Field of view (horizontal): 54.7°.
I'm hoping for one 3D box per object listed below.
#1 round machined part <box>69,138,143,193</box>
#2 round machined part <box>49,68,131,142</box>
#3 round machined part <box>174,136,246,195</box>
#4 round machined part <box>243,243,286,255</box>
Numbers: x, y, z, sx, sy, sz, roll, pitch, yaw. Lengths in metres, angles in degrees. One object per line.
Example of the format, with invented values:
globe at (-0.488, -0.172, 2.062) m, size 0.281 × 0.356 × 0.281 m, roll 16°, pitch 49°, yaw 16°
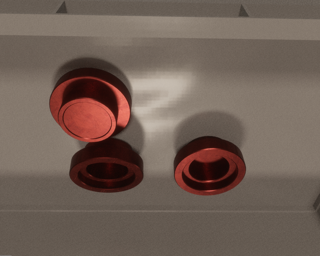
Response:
round machined part at (-0.073, 0.050, 0.431) m, size 0.099 × 0.042 × 0.097 m, roll -2°, pitch 143°, yaw -1°
round machined part at (-0.085, -0.021, 0.379) m, size 0.099 × 0.042 × 0.097 m, roll -1°, pitch 130°, yaw 0°
round machined part at (0.069, 0.050, 0.441) m, size 0.099 × 0.042 × 0.097 m, roll -1°, pitch 130°, yaw 0°
round machined part at (0.209, 0.274, 0.638) m, size 0.099 × 0.042 × 0.097 m, roll -1°, pitch 130°, yaw 0°
